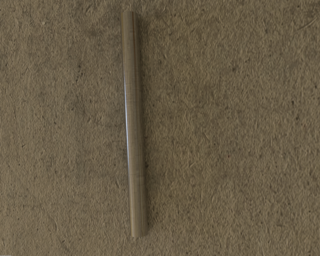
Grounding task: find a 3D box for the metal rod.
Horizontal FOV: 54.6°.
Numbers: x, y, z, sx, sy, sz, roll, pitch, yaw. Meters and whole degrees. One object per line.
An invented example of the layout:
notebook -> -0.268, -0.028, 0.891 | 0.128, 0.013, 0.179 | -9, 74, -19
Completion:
metal rod -> -0.035, -0.006, 0.421 | 0.025, 0.025, 0.298 | -3, 89, 20
